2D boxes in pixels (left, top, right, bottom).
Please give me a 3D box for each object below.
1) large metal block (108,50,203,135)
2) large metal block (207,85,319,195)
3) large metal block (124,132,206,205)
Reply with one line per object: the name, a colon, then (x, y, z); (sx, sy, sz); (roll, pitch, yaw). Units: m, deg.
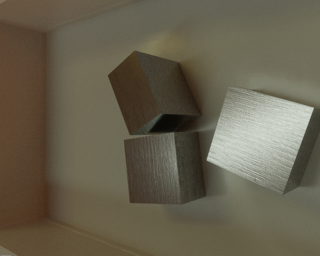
large metal block: (-0.005, -0.039, 0.373); (0.050, 0.081, 0.080); (-34, 69, 35)
large metal block: (0.103, 0.008, 0.305); (0.080, 0.050, 0.079); (24, 105, 37)
large metal block: (0.005, 0.049, 0.385); (0.080, 0.050, 0.080); (-10, 84, 39)
